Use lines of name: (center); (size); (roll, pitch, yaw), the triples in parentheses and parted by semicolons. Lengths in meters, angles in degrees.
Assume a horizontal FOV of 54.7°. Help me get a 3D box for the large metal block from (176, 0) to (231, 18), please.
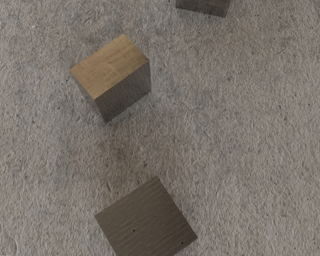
large metal block: (0.074, -0.226, 0.478); (0.080, 0.050, 0.080); (14, 71, 5)

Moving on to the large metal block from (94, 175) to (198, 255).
large metal block: (-0.015, 0.114, 0.353); (0.080, 0.050, 0.080); (-32, 73, -11)

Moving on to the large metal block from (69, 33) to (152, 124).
large metal block: (-0.059, -0.060, 0.400); (0.080, 0.080, 0.050); (-38, 75, -13)
